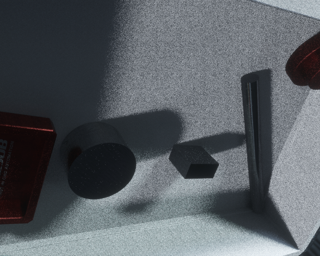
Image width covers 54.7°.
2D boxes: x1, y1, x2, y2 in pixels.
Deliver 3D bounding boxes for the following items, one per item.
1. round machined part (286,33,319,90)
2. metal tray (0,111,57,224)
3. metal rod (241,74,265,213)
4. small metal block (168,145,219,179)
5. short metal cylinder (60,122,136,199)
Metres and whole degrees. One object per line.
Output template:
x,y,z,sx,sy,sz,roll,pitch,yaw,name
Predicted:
0.239,-0.093,0.449,0.099,0.042,0.098,-14,150,-8,round machined part
-0.175,0.047,0.338,0.091,0.030,0.129,9,114,-33,metal tray
0.161,0.044,0.526,0.025,0.025,0.298,-26,128,-13,metal rod
0.049,0.049,0.451,0.050,0.050,0.025,4,116,-31,small metal block
-0.076,0.039,0.377,0.081,0.050,0.079,-14,125,-21,short metal cylinder
